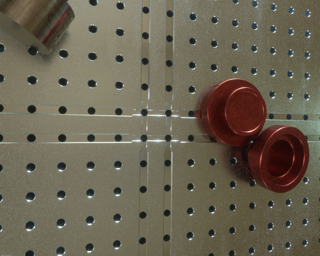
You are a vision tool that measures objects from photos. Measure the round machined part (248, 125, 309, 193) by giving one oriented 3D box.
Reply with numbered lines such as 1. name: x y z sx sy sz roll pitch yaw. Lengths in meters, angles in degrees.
1. round machined part: 0.171 0.044 0.461 0.099 0.042 0.097 -4 98 -26

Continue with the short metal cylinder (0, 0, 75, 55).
1. short metal cylinder: -0.141 -0.124 0.331 0.080 0.080 0.050 33 79 -17

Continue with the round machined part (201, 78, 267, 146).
1. round machined part: 0.112 -0.023 0.445 0.099 0.042 0.097 0 90 -20
